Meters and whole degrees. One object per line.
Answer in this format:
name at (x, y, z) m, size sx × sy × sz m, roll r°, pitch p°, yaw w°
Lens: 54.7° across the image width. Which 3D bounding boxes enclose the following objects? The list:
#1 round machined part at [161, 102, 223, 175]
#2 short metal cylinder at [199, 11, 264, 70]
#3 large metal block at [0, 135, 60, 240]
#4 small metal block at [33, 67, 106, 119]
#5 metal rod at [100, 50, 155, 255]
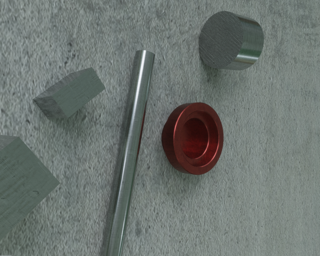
round machined part at (0.041, 0.014, 0.430) m, size 0.099 × 0.042 × 0.097 m, roll 0°, pitch 90°, yaw -40°
short metal cylinder at (0.104, -0.127, 0.459) m, size 0.050 × 0.080 × 0.079 m, roll -4°, pitch 93°, yaw -40°
large metal block at (-0.143, 0.051, 0.250) m, size 0.080 × 0.080 × 0.050 m, roll -47°, pitch 119°, yaw -30°
small metal block at (-0.092, -0.035, 0.313) m, size 0.050 × 0.050 × 0.025 m, roll -45°, pitch 118°, yaw -31°
metal rod at (-0.041, 0.053, 0.371) m, size 0.025 × 0.025 × 0.298 m, roll 15°, pitch 80°, yaw -39°
